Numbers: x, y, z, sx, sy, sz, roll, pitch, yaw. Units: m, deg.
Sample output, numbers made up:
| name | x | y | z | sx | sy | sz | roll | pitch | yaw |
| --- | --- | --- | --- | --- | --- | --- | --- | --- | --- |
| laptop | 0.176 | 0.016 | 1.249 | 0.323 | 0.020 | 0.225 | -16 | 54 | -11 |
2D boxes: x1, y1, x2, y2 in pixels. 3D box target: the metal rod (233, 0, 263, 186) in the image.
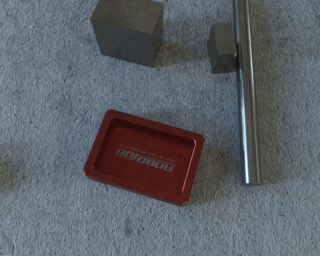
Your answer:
| name | x | y | z | sx | sy | sz | roll | pitch | yaw |
| --- | --- | --- | --- | --- | --- | --- | --- | --- | --- |
| metal rod | 0.120 | -0.070 | 0.435 | 0.025 | 0.025 | 0.299 | 2 | 70 | 0 |

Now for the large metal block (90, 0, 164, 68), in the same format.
| name | x | y | z | sx | sy | sz | roll | pitch | yaw |
| --- | --- | --- | --- | --- | --- | --- | --- | --- | --- |
| large metal block | -0.041 | -0.134 | 0.428 | 0.080 | 0.080 | 0.050 | 16 | 71 | 5 |

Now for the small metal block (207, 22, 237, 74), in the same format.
| name | x | y | z | sx | sy | sz | roll | pitch | yaw |
| --- | --- | --- | --- | --- | --- | --- | --- | --- | --- |
| small metal block | 0.086 | -0.111 | 0.437 | 0.025 | 0.050 | 0.050 | -5 | 70 | -2 |

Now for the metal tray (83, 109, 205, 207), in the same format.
| name | x | y | z | sx | sy | sz | roll | pitch | yaw |
| --- | --- | --- | --- | --- | --- | --- | --- | --- | --- |
| metal tray | -0.018 | 0.037 | 0.391 | 0.131 | 0.030 | 0.090 | 16 | 71 | 5 |
